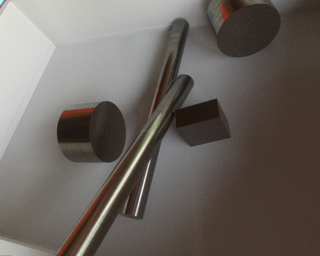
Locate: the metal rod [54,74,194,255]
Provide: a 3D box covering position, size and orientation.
[{"bbox_3d":[-0.019,0.024,0.317,0.025,0.025,0.301,-2,34,27],"label":"metal rod"}]

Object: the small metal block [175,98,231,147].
[{"bbox_3d":[0.051,-0.005,0.365,0.050,0.050,0.025,-15,56,19],"label":"small metal block"}]

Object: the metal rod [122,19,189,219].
[{"bbox_3d":[0.001,-0.029,0.421,0.025,0.025,0.300,0,61,28],"label":"metal rod"}]

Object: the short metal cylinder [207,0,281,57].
[{"bbox_3d":[0.106,-0.139,0.399,0.080,0.080,0.050,-22,54,15],"label":"short metal cylinder"}]

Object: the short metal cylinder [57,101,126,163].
[{"bbox_3d":[-0.088,0.006,0.411,0.050,0.080,0.080,-3,60,26],"label":"short metal cylinder"}]
